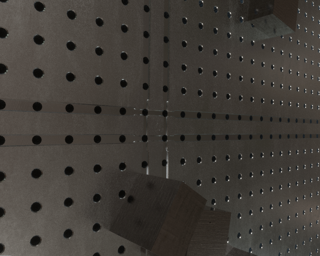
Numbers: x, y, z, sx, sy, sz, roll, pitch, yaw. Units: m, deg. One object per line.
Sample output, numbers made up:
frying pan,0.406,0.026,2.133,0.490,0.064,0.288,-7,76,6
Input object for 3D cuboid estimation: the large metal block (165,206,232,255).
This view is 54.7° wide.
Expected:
large metal block,0.051,0.152,0.438,0.081,0.050,0.080,17,79,-39

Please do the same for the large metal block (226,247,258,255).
large metal block,0.148,0.253,0.501,0.050,0.080,0.080,-29,109,-37

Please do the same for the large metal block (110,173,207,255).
large metal block,-0.002,0.106,0.374,0.050,0.080,0.080,41,65,-33

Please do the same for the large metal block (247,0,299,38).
large metal block,0.211,-0.225,0.573,0.081,0.050,0.080,15,81,-39
